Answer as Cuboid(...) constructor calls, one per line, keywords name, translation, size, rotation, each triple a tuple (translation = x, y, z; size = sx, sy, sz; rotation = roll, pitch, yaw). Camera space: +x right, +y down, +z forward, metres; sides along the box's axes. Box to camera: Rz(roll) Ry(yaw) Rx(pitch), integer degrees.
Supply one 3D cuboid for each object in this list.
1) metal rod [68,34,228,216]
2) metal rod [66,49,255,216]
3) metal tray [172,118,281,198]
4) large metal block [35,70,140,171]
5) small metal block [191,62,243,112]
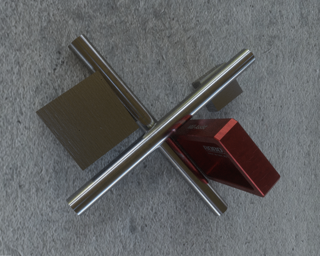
Cuboid(name="metal rod", translation=(-0.007, 0.006, 0.409), size=(0.025, 0.025, 0.300), rotation=(-44, 104, -15))
Cuboid(name="metal rod", translation=(0.012, -0.005, 0.389), size=(0.301, 0.025, 0.025), rotation=(-41, 103, -16))
Cuboid(name="metal tray", translation=(0.073, 0.032, 0.382), size=(0.030, 0.130, 0.090), rotation=(-44, 104, -14))
Cuboid(name="large metal block", translation=(-0.085, -0.009, 0.365), size=(0.080, 0.050, 0.080), rotation=(-39, 103, -16))
Cuboid(name="small metal block", translation=(0.082, -0.058, 0.442), size=(0.050, 0.025, 0.050), rotation=(-37, 102, -16))
